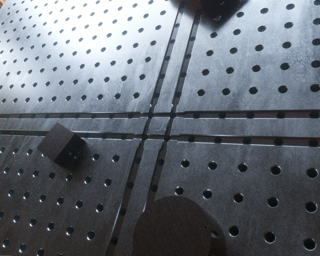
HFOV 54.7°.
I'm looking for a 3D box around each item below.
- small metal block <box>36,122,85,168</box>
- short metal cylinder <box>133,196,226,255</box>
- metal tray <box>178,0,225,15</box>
[{"bbox_3d":[-0.151,0.025,0.472,0.050,0.025,0.050,26,76,37],"label":"small metal block"},{"bbox_3d":[0.020,0.114,0.311,0.080,0.050,0.080,-13,56,21],"label":"short metal cylinder"},{"bbox_3d":[0.068,-0.252,0.524,0.090,0.030,0.130,-42,51,-1],"label":"metal tray"}]
